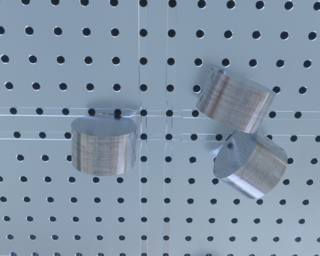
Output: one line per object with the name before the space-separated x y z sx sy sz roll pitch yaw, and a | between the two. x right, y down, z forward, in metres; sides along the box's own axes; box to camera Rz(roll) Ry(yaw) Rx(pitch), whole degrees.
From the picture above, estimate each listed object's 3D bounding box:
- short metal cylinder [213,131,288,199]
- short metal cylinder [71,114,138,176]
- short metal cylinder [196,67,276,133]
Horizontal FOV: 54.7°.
short metal cylinder | 0.115 0.044 0.401 0.050 0.080 0.080 35 106 -12
short metal cylinder | -0.070 0.019 0.390 0.081 0.080 0.050 4 110 -2
short metal cylinder | 0.090 -0.035 0.372 0.080 0.080 0.050 20 109 -7
